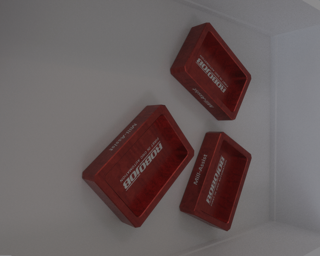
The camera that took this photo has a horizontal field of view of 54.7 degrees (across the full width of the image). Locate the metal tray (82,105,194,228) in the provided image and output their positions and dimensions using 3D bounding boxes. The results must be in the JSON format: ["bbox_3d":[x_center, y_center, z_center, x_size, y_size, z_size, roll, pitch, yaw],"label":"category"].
[{"bbox_3d":[-0.020,0.044,0.386,0.130,0.030,0.090,-49,119,-29],"label":"metal tray"}]

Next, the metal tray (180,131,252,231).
[{"bbox_3d":[0.090,0.081,0.478,0.090,0.030,0.130,35,69,-35],"label":"metal tray"}]

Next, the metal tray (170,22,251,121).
[{"bbox_3d":[0.082,-0.082,0.471,0.130,0.030,0.090,39,66,-33],"label":"metal tray"}]
